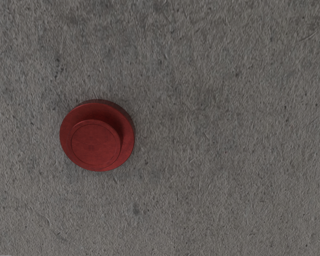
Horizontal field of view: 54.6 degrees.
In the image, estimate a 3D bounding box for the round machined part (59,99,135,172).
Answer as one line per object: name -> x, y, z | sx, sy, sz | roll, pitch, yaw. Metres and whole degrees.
round machined part -> -0.083, 0.014, 0.405 | 0.099, 0.042, 0.097 | 0, 110, 0
